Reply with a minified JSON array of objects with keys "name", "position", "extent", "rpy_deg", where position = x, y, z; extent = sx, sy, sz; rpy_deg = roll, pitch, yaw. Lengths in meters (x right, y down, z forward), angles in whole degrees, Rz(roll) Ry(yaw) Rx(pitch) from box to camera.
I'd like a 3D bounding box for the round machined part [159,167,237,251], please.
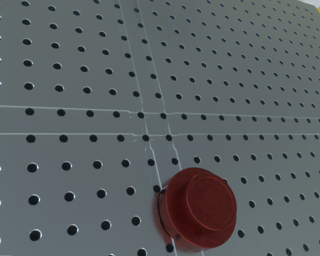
[{"name":"round machined part","position":[0.052,0.092,0.371],"extent":[0.099,0.042,0.098],"rpy_deg":[14,56,-21]}]
